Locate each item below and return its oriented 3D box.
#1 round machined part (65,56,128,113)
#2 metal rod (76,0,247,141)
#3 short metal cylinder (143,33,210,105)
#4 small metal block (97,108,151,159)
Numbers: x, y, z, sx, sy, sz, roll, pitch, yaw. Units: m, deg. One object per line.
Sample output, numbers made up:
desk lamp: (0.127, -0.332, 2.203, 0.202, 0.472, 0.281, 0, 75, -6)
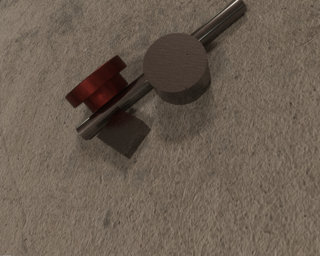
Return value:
round machined part: (-0.086, -0.059, 0.452, 0.098, 0.042, 0.098, -37, 12, 10)
metal rod: (0.001, -0.085, 0.454, 0.300, 0.025, 0.025, -39, 51, 1)
short metal cylinder: (0.023, -0.076, 0.406, 0.080, 0.050, 0.080, -3, 75, 13)
small metal block: (-0.050, 0.007, 0.424, 0.050, 0.025, 0.050, 27, 76, 37)
